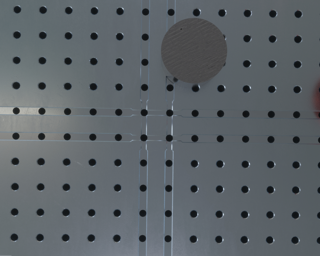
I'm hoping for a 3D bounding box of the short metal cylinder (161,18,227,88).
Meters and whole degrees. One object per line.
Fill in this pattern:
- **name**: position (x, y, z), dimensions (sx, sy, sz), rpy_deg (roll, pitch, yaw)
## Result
- **short metal cylinder**: position (0.042, -0.094, 0.401), dimensions (0.081, 0.050, 0.079), rpy_deg (0, 90, 0)
